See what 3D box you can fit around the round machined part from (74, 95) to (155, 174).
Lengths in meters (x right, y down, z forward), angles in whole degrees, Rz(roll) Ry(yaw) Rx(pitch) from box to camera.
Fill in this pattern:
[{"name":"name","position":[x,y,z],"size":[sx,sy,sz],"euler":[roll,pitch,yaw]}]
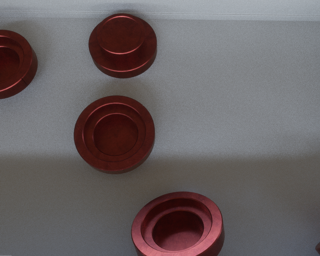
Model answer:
[{"name":"round machined part","position":[-0.055,0.011,0.396],"size":[0.099,0.042,0.098],"euler":[0,70,0]}]

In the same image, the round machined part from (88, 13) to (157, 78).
[{"name":"round machined part","position":[-0.054,-0.124,0.446],"size":[0.099,0.042,0.098],"euler":[0,70,0]}]

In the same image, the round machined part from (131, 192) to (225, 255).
[{"name":"round machined part","position":[0.021,0.118,0.339],"size":[0.098,0.042,0.098],"euler":[-10,28,6]}]

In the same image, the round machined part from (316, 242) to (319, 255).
[{"name":"round machined part","position":[0.220,0.120,0.326],"size":[0.098,0.098,0.042],"euler":[-29,65,-10]}]

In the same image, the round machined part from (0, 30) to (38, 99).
[{"name":"round machined part","position":[-0.219,-0.083,0.429],"size":[0.099,0.042,0.098],"euler":[0,70,0]}]
